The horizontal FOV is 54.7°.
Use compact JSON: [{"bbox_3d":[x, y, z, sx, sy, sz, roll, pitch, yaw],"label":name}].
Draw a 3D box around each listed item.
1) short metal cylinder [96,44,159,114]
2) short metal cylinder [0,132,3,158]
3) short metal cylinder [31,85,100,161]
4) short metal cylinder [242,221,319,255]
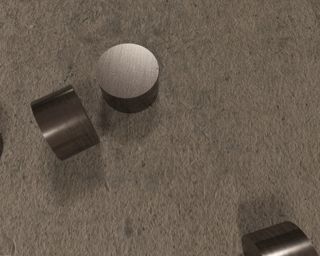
[{"bbox_3d":[-0.042,-0.066,0.418,0.081,0.050,0.080,0,70,0],"label":"short metal cylinder"},{"bbox_3d":[-0.248,0.020,0.385,0.081,0.050,0.080,0,70,0],"label":"short metal cylinder"},{"bbox_3d":[-0.114,-0.007,0.380,0.050,0.080,0.080,-27,73,-9],"label":"short metal cylinder"},{"bbox_3d":[0.128,0.146,0.327,0.050,0.080,0.080,-16,71,-6],"label":"short metal cylinder"}]
